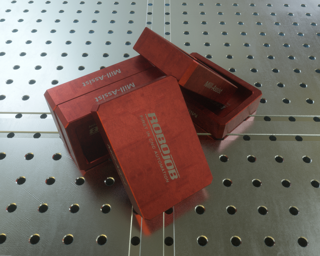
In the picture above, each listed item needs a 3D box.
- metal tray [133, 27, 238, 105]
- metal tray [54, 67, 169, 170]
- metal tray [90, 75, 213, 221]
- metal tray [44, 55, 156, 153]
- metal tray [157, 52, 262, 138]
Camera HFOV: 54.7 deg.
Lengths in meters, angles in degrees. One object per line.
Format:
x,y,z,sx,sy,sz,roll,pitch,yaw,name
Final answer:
0.037,-0.076,0.398,0.090,0.030,0.131,43,17,29,metal tray
-0.049,-0.011,0.372,0.131,0.089,0.030,-26,55,-21,metal tray
-0.006,0.019,0.331,0.091,0.129,0.030,-26,13,-20,metal tray
-0.066,-0.029,0.388,0.131,0.089,0.030,-26,55,-21,metal tray
0.066,-0.052,0.447,0.091,0.030,0.130,-36,59,-27,metal tray
